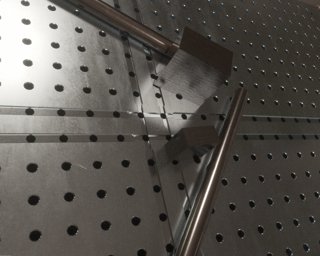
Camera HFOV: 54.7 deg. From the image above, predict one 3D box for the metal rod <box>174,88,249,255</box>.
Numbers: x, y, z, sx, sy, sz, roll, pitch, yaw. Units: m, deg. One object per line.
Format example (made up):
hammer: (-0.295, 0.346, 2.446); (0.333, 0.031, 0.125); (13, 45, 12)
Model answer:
metal rod: (0.080, 0.046, 0.424); (0.025, 0.025, 0.301); (34, 51, -7)

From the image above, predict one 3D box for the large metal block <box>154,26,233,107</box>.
large metal block: (0.048, -0.087, 0.454); (0.080, 0.080, 0.050); (25, 53, -14)

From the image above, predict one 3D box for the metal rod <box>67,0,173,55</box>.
metal rod: (-0.098, -0.184, 0.468); (0.301, 0.025, 0.025); (27, 52, -12)

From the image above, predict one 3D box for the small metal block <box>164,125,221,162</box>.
small metal block: (0.042, 0.021, 0.404); (0.050, 0.050, 0.025); (-5, 64, -31)
